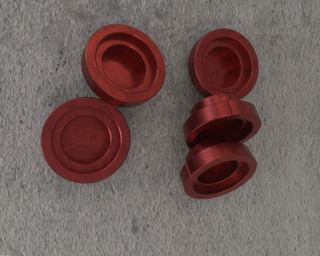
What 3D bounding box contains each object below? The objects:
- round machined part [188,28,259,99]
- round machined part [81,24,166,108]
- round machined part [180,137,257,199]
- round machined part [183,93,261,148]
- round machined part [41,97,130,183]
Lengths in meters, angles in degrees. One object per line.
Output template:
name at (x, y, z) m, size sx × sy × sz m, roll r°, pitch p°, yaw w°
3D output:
round machined part at (0.083, -0.083, 0.429) m, size 0.099 × 0.042 × 0.097 m, roll 1°, pitch 88°, yaw -20°
round machined part at (-0.046, -0.071, 0.374) m, size 0.099 × 0.042 × 0.098 m, roll 8°, pitch 72°, yaw -27°
round machined part at (0.072, 0.050, 0.408) m, size 0.099 × 0.097 × 0.042 m, roll -3°, pitch 47°, yaw -20°
round machined part at (0.078, -0.009, 0.407) m, size 0.099 × 0.097 × 0.042 m, roll 0°, pitch 59°, yaw -20°
round machined part at (-0.088, 0.013, 0.367) m, size 0.099 × 0.042 × 0.097 m, roll 0°, pitch 91°, yaw -20°
